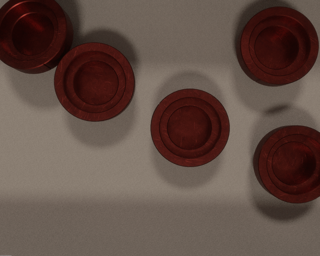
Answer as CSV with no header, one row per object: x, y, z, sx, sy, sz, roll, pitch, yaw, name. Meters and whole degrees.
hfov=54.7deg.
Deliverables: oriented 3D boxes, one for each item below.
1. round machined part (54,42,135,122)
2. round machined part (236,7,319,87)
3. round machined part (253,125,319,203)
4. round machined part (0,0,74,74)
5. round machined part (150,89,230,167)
-0.081,-0.057,0.401,0.099,0.042,0.097,0,92,-2,round machined part
0.148,-0.102,0.405,0.099,0.042,0.097,0,90,-1,round machined part
0.171,0.045,0.405,0.099,0.042,0.097,0,90,-1,round machined part
-0.157,-0.116,0.395,0.099,0.042,0.097,-1,83,7,round machined part
0.037,0.000,0.403,0.099,0.042,0.097,0,90,-1,round machined part
